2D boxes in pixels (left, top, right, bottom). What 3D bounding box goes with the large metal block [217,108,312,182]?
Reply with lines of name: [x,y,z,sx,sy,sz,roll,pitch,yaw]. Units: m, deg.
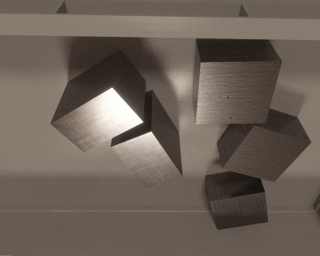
large metal block: [0.133,0.020,0.412,0.081,0.050,0.079,15,128,-13]

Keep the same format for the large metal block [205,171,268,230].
large metal block: [0.121,0.112,0.490,0.080,0.050,0.080,-12,129,10]

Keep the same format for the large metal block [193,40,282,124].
large metal block: [0.081,-0.051,0.350,0.081,0.050,0.079,-1,130,0]

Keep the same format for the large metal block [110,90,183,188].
large metal block: [-0.014,0.014,0.384,0.050,0.080,0.080,-21,127,17]

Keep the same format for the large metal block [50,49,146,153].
large metal block: [-0.065,-0.031,0.346,0.080,0.080,0.050,-26,126,20]
